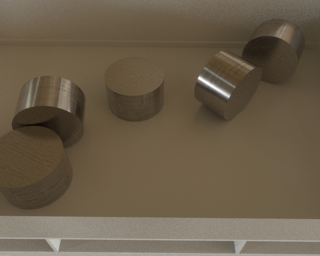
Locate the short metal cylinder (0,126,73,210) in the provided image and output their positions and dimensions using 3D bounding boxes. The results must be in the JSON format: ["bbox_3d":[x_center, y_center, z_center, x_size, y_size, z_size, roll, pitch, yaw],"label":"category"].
[{"bbox_3d":[-0.145,0.044,0.350,0.081,0.050,0.080,0,50,0],"label":"short metal cylinder"}]

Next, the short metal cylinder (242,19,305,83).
[{"bbox_3d":[0.172,-0.116,0.469,0.080,0.080,0.050,22,54,17],"label":"short metal cylinder"}]

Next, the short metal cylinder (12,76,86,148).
[{"bbox_3d":[-0.134,-0.017,0.382,0.081,0.080,0.050,-5,50,-4],"label":"short metal cylinder"}]

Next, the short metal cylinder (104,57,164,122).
[{"bbox_3d":[-0.035,-0.055,0.435,0.081,0.050,0.080,0,50,0],"label":"short metal cylinder"}]

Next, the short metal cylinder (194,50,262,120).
[{"bbox_3d":[0.092,-0.058,0.419,0.080,0.080,0.050,-37,60,-27],"label":"short metal cylinder"}]
